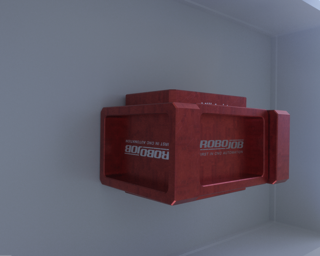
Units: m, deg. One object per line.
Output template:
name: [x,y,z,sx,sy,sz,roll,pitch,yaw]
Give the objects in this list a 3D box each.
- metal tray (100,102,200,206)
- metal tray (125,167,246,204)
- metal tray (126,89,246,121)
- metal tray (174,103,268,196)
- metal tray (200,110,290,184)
metal tray: [-0.017,0.022,0.322,0.030,0.130,0.089,1,90,-40]
metal tray: [0.033,0.064,0.388,0.131,0.090,0.030,0,90,-40]
metal tray: [0.034,-0.025,0.389,0.131,0.090,0.030,0,91,-40]
metal tray: [0.072,0.022,0.344,0.131,0.030,0.089,1,89,-40]
metal tray: [0.109,0.022,0.426,0.030,0.130,0.089,1,90,-40]
